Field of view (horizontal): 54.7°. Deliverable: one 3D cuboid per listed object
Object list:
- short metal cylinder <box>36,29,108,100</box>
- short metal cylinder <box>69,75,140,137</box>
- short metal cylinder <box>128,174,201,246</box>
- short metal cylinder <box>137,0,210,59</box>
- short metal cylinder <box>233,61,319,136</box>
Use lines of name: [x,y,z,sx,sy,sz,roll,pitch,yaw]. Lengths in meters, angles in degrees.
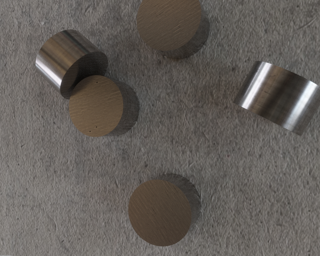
short metal cylinder: [-0.118,-0.085,0.421,0.050,0.080,0.080,42,103,15]
short metal cylinder: [-0.075,-0.028,0.422,0.080,0.050,0.080,0,90,20]
short metal cylinder: [0.007,0.101,0.393,0.080,0.050,0.080,0,90,20]
short metal cylinder: [0.018,-0.131,0.389,0.080,0.050,0.080,0,90,20]
short metal cylinder: [0.127,-0.032,0.335,0.080,0.080,0.050,30,100,17]
